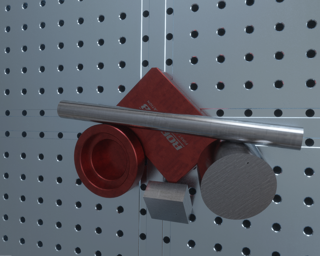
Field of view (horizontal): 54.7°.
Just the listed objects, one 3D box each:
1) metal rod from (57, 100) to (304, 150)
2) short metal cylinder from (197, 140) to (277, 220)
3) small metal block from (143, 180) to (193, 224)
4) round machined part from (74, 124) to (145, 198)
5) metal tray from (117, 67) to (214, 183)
[{"bbox_3d":[0.008,-0.007,0.375,0.301,0.025,0.025,8,93,19],"label":"metal rod"},{"bbox_3d":[0.084,0.056,0.353,0.081,0.050,0.079,0,108,2],"label":"short metal cylinder"},{"bbox_3d":[0.011,0.094,0.393,0.050,0.025,0.050,3,134,19],"label":"small metal block"},{"bbox_3d":[-0.064,0.041,0.420,0.098,0.042,0.097,3,97,24],"label":"round machined part"},{"bbox_3d":[0.009,-0.004,0.407,0.090,0.030,0.130,-45,77,14],"label":"metal tray"}]
